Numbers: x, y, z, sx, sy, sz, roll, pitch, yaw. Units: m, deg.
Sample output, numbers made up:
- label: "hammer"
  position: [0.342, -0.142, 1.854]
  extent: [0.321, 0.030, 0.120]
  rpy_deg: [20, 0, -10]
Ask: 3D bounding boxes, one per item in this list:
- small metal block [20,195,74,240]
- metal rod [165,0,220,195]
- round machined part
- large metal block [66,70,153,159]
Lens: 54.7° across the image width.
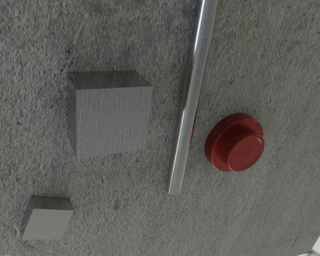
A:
- label: "small metal block"
  position: [-0.146, 0.116, 0.400]
  extent: [0.050, 0.025, 0.050]
  rpy_deg: [14, 111, -34]
- label: "metal rod"
  position: [0.039, -0.034, 0.408]
  extent: [0.025, 0.025, 0.298]
  rpy_deg: [-7, 122, -25]
- label: "round machined part"
  position: [0.122, 0.029, 0.483]
  extent: [0.099, 0.042, 0.097]
  rpy_deg: [-14, 125, -21]
- label: "large metal block"
  position: [-0.059, -0.018, 0.349]
  extent: [0.081, 0.050, 0.079]
  rpy_deg: [-7, 122, -26]
